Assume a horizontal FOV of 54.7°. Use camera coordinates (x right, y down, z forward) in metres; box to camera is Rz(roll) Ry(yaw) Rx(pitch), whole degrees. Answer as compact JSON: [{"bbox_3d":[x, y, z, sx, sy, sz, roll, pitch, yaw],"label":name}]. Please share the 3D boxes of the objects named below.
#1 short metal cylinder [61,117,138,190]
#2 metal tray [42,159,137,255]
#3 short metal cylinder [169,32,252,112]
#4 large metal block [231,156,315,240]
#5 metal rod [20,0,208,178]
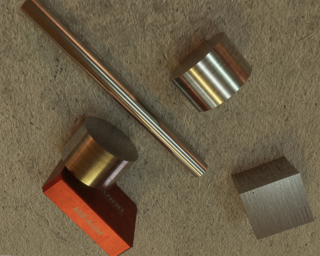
[{"bbox_3d":[-0.075,0.031,0.391,0.080,0.080,0.050,37,106,-13],"label":"short metal cylinder"},{"bbox_3d":[-0.085,0.094,0.409,0.030,0.090,0.130,-36,106,12],"label":"metal tray"},{"bbox_3d":[0.057,-0.064,0.357,0.080,0.080,0.050,-40,106,13],"label":"short metal cylinder"},{"bbox_3d":[0.156,0.097,0.434,0.080,0.050,0.080,-22,109,7],"label":"large metal block"},{"bbox_3d":[-0.047,-0.042,0.393,0.025,0.025,0.300,-42,105,14],"label":"metal rod"}]
